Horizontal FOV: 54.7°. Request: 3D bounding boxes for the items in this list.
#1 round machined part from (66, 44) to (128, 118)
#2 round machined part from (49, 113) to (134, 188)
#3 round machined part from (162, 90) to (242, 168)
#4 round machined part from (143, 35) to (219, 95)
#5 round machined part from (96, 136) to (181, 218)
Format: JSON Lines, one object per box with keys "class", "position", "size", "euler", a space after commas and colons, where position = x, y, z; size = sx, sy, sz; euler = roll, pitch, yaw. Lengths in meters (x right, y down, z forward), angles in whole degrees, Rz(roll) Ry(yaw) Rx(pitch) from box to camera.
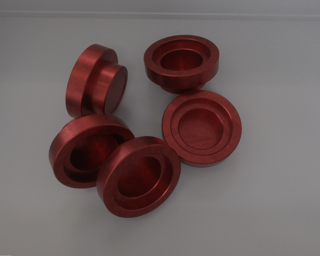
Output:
{"class": "round machined part", "position": [-0.073, -0.051, 0.389], "size": [0.042, 0.098, 0.098], "euler": [21, 71, 7]}
{"class": "round machined part", "position": [-0.081, 0.022, 0.367], "size": [0.098, 0.098, 0.042], "euler": [-30, 49, -10]}
{"class": "round machined part", "position": [0.051, 0.004, 0.399], "size": [0.099, 0.042, 0.098], "euler": [0, 70, 0]}
{"class": "round machined part", "position": [0.029, -0.082, 0.418], "size": [0.099, 0.042, 0.098], "euler": [-3, 45, 4]}
{"class": "round machined part", "position": [-0.028, 0.052, 0.361], "size": [0.098, 0.098, 0.042], "euler": [-36, 41, -12]}
